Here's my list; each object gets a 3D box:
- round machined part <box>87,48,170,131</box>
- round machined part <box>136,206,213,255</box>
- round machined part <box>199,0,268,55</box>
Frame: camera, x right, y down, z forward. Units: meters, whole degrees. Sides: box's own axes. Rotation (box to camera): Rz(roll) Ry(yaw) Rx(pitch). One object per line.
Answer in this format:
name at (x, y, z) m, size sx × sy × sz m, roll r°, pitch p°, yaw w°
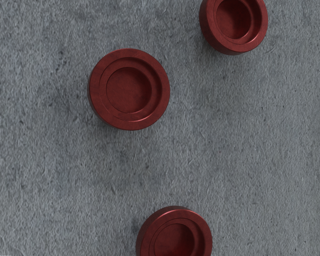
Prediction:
round machined part at (-0.040, -0.046, 0.385) m, size 0.099 × 0.042 × 0.097 m, roll 0°, pitch 90°, yaw -20°
round machined part at (0.015, 0.150, 0.406) m, size 0.099 × 0.042 × 0.097 m, roll 0°, pitch 90°, yaw -20°
round machined part at (0.099, -0.150, 0.436) m, size 0.099 × 0.042 × 0.097 m, roll 0°, pitch 90°, yaw -20°
